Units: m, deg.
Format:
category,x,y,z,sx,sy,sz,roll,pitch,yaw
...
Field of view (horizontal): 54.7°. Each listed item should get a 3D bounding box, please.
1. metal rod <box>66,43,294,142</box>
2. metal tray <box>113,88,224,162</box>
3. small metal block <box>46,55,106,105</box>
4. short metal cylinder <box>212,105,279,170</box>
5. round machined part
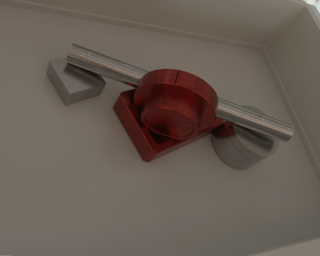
category,x,y,z,sx,sy,sz,roll,pitch,yaw
metal rod,0.033,-0.041,0.396,0.302,0.025,0.025,19,54,-10
metal tray,0.014,-0.019,0.420,0.131,0.030,0.090,-21,73,-36
small metal block,-0.104,-0.062,0.386,0.050,0.025,0.050,-25,75,-37
short metal cylinder,0.123,0.014,0.448,0.081,0.050,0.080,14,56,-21
round machined part,0.016,-0.021,0.363,0.099,0.098,0.042,25,61,-14
